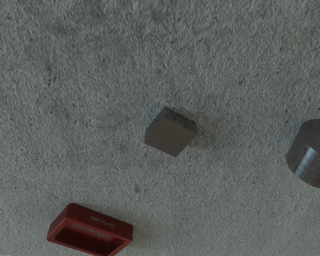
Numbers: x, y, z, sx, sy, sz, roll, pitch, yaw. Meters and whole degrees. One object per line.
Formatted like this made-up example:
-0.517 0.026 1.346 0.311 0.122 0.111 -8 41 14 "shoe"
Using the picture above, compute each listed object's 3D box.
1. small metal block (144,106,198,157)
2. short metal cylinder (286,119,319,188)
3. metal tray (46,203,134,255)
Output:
0.014 0.006 0.413 0.050 0.025 0.050 26 125 -21 "small metal block"
0.213 0.033 0.401 0.081 0.080 0.050 4 130 -4 "short metal cylinder"
-0.126 0.192 0.565 0.131 0.030 0.090 28 124 -23 "metal tray"
